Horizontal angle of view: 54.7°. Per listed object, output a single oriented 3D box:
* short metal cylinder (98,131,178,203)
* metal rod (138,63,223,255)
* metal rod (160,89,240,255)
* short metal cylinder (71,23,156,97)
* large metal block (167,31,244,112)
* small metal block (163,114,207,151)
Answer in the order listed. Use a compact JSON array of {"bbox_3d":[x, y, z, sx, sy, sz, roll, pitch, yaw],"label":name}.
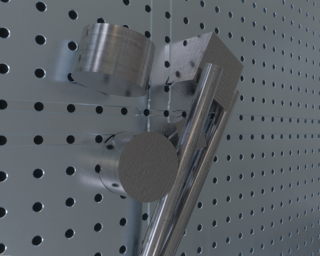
[{"bbox_3d":[-0.025,0.044,0.368,0.081,0.050,0.080,1,89,-36],"label":"short metal cylinder"},{"bbox_3d":[0.020,0.063,0.391,0.025,0.025,0.299,21,88,-38],"label":"metal rod"},{"bbox_3d":[0.057,0.067,0.457,0.025,0.025,0.300,40,66,-33],"label":"metal rod"},{"bbox_3d":[-0.049,-0.069,0.333,0.080,0.080,0.050,18,79,-39],"label":"short metal cylinder"},{"bbox_3d":[0.068,-0.078,0.450,0.080,0.050,0.080,36,68,-34],"label":"large metal block"},{"bbox_3d":[0.036,0.010,0.440,0.050,0.025,0.050,-21,104,-38],"label":"small metal block"}]
